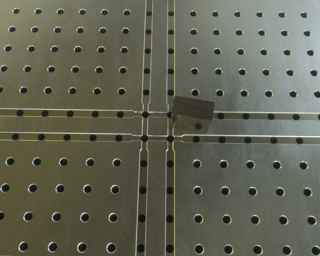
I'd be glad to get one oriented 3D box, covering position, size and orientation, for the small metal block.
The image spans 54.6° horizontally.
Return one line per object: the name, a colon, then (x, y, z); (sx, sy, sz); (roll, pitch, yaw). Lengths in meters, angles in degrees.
small metal block: (0.041, -0.016, 0.405); (0.050, 0.050, 0.025); (10, 71, 4)
